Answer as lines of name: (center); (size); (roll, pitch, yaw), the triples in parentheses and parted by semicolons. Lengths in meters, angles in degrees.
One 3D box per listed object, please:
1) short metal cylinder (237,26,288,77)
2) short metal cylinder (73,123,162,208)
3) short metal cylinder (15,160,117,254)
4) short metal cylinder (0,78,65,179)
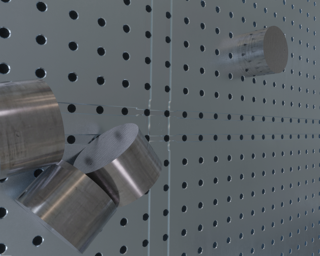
short metal cylinder: (0.181, -0.133, 0.544); (0.081, 0.050, 0.079); (0, 90, -40)
short metal cylinder: (-0.045, 0.039, 0.335); (0.080, 0.080, 0.050); (-47, 118, -30)
short metal cylinder: (-0.089, 0.075, 0.299); (0.050, 0.080, 0.080); (-51, 120, -28)
short metal cylinder: (-0.124, -0.001, 0.269); (0.050, 0.080, 0.079); (-15, 100, -39)
